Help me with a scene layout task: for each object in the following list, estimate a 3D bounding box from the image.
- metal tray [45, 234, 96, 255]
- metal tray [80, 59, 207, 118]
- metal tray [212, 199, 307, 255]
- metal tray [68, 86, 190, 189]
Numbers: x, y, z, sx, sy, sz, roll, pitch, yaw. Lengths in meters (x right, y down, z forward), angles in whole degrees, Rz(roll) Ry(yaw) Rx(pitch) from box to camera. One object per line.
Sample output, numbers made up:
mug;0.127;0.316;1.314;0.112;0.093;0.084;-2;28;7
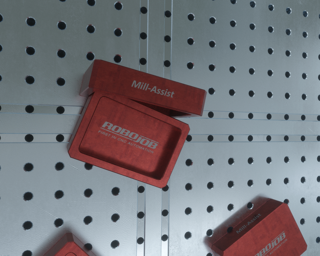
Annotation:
metal tray;-0.098;0.206;0.374;0.090;0.030;0.130;-44;104;-15
metal tray;-0.023;-0.042;0.370;0.131;0.090;0.030;13;86;-20
metal tray;0.153;0.181;0.469;0.131;0.030;0.090;-31;101;-18
metal tray;-0.038;0.013;0.390;0.131;0.030;0.090;23;89;-20
